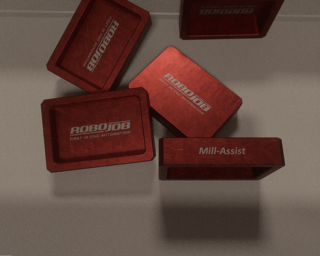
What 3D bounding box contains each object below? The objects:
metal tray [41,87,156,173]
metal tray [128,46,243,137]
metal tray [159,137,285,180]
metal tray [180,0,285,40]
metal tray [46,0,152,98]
[{"bbox_3d":[-0.075,0.003,0.386,0.131,0.030,0.089,-7,86,3],"label":"metal tray"},{"bbox_3d":[0.033,-0.041,0.422,0.130,0.030,0.090,41,74,13],"label":"metal tray"},{"bbox_3d":[0.064,0.039,0.361,0.131,0.090,0.030,0,70,-1],"label":"metal tray"},{"bbox_3d":[0.095,-0.164,0.436,0.131,0.090,0.030,-2,70,-1],"label":"metal tray"},{"bbox_3d":[-0.080,-0.114,0.418,0.090,0.030,0.130,29,92,2],"label":"metal tray"}]
